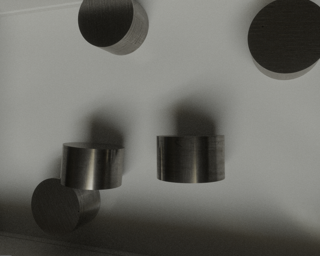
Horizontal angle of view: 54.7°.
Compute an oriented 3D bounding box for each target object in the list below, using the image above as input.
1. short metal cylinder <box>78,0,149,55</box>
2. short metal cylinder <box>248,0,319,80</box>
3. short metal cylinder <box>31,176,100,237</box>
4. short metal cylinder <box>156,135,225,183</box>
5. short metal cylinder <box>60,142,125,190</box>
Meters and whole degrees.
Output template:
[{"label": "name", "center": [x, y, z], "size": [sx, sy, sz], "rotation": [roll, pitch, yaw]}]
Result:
[{"label": "short metal cylinder", "center": [-0.062, -0.143, 0.419], "size": [0.080, 0.050, 0.080], "rotation": [0, 90, 20]}, {"label": "short metal cylinder", "center": [0.142, -0.097, 0.347], "size": [0.080, 0.050, 0.080], "rotation": [0, 90, 20]}, {"label": "short metal cylinder", "center": [-0.134, 0.107, 0.444], "size": [0.080, 0.050, 0.079], "rotation": [0, 91, 20]}, {"label": "short metal cylinder", "center": [0.036, 0.034, 0.368], "size": [0.080, 0.080, 0.050], "rotation": [-1, 90, 20]}, {"label": "short metal cylinder", "center": [-0.090, 0.048, 0.413], "size": [0.080, 0.080, 0.050], "rotation": [5, 92, 20]}]
